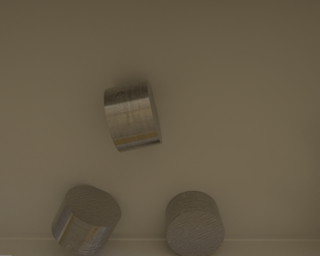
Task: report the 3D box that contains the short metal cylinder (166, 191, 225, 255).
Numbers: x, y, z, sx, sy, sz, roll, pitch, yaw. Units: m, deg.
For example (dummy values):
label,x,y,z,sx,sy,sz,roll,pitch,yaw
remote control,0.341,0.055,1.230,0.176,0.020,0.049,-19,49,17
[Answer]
label,x,y,z,sx,sy,sz,roll,pitch,yaw
short metal cylinder,0.049,0.139,0.450,0.081,0.050,0.079,0,110,-1

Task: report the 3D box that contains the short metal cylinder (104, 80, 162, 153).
label,x,y,z,sx,sy,sz,roll,pitch,yaw
short metal cylinder,-0.031,-0.014,0.376,0.050,0.080,0.079,-12,110,4

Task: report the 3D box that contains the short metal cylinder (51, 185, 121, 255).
label,x,y,z,sx,sy,sz,roll,pitch,yaw
short metal cylinder,-0.101,0.125,0.427,0.080,0.080,0.050,26,108,-10
